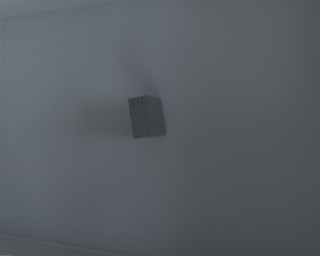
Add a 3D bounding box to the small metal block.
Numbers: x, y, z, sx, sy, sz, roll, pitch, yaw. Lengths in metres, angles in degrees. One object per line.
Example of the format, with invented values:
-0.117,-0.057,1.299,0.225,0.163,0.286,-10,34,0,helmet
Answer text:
-0.016,-0.013,0.399,0.025,0.050,0.050,-9,86,20,small metal block
